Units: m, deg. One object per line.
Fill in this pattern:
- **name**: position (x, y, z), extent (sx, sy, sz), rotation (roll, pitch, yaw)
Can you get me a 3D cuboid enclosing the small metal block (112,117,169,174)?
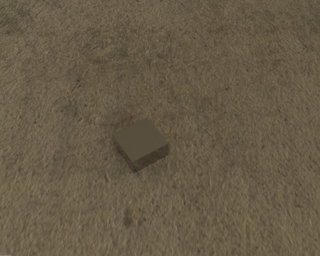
- **small metal block**: position (-0.024, 0.021, 0.386), extent (0.050, 0.025, 0.050), rotation (-27, 55, -21)
